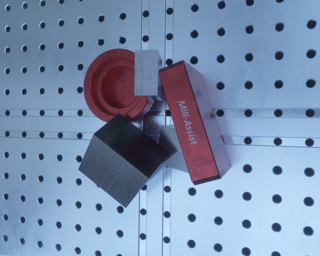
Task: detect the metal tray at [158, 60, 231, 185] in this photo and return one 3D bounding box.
[{"bbox_3d":[0.044,-0.006,0.362,0.030,0.090,0.129,-19,84,19],"label":"metal tray"}]

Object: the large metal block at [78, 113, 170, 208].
[{"bbox_3d":[-0.047,0.042,0.391,0.080,0.050,0.080,38,134,4],"label":"large metal block"}]

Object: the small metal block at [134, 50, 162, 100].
[{"bbox_3d":[-0.012,-0.059,0.359,0.025,0.050,0.050,0,89,6],"label":"small metal block"}]

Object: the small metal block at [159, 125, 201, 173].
[{"bbox_3d":[0.026,0.026,0.397,0.050,0.025,0.050,14,99,30],"label":"small metal block"}]

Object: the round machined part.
[{"bbox_3d":[-0.050,-0.054,0.420,0.098,0.042,0.097,0,90,19],"label":"round machined part"}]
